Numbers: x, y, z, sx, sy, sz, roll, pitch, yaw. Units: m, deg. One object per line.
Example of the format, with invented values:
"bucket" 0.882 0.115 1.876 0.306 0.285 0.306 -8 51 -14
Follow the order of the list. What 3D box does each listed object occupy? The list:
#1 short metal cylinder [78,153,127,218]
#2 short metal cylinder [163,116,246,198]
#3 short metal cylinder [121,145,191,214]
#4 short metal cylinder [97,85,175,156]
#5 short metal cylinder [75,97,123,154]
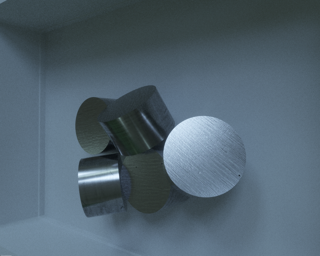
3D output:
"short metal cylinder" -0.076 0.077 0.420 0.050 0.080 0.080 -8 83 -3
"short metal cylinder" 0.043 0.032 0.325 0.081 0.050 0.080 0 76 -1
"short metal cylinder" -0.003 0.062 0.389 0.080 0.050 0.079 0 90 39
"short metal cylinder" -0.029 -0.010 0.381 0.080 0.080 0.050 -10 119 39
"short metal cylinder" -0.077 -0.003 0.448 0.080 0.050 0.079 0 90 39
